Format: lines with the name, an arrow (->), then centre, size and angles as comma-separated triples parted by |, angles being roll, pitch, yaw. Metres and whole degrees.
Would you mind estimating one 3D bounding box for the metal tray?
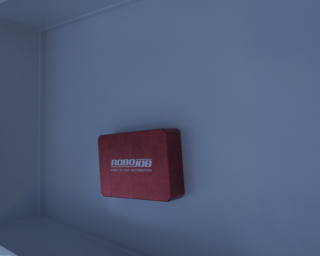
metal tray -> -0.030, 0.050, 0.426 | 0.130, 0.030, 0.089 | -6, 86, 39
